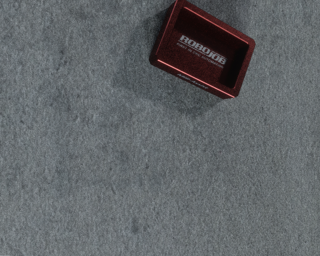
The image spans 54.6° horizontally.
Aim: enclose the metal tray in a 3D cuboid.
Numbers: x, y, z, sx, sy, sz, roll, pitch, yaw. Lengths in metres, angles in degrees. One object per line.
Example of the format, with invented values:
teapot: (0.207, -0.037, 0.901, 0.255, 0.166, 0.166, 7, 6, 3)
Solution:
metal tray: (0.060, -0.105, 0.427, 0.131, 0.030, 0.090, 22, 83, -19)
